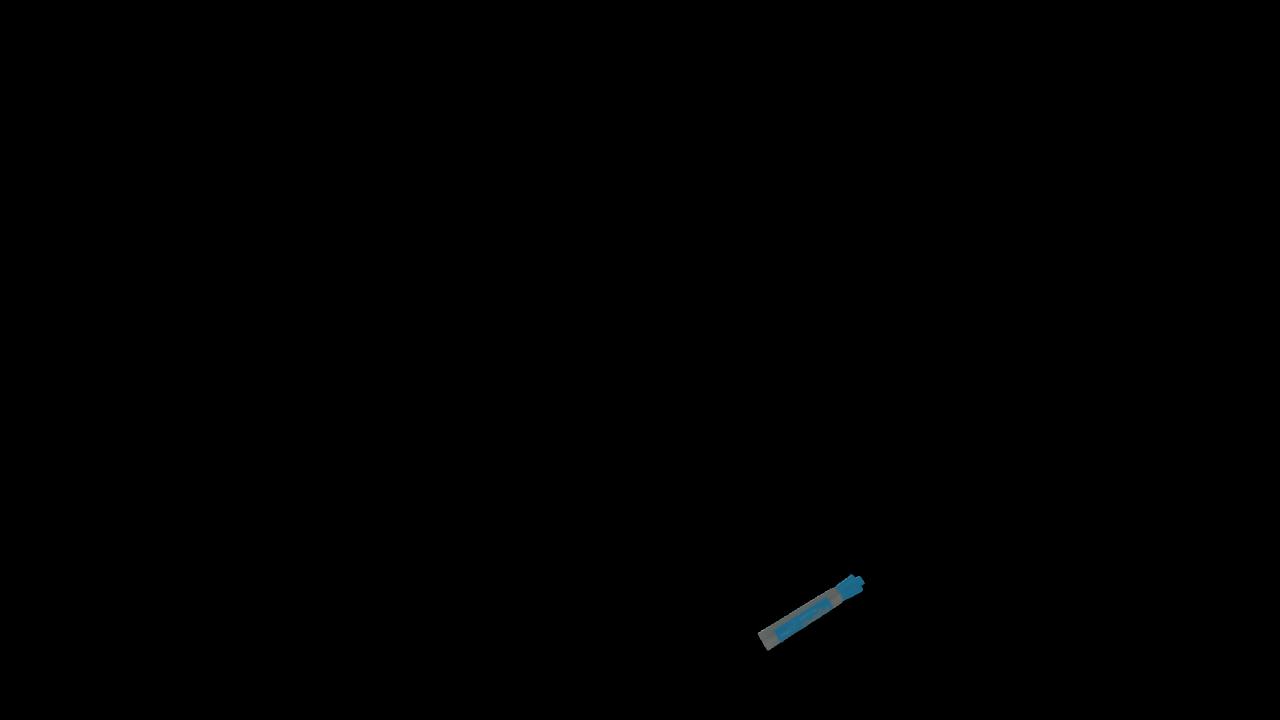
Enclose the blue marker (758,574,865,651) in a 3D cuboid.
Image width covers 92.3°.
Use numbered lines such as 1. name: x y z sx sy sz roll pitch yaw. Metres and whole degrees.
1. blue marker: 0.176 0.255 0.627 0.121 0.020 0.020 -30 3 -4
